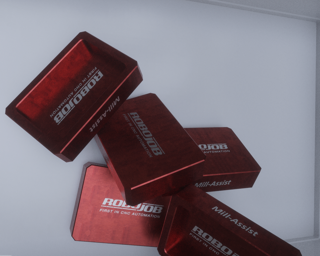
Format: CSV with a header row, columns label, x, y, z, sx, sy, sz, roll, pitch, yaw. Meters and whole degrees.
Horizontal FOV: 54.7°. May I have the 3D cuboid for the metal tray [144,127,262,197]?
label,x,y,z,sx,sy,sz,roll,pitch,yaw
metal tray,0.049,0.038,0.393,0.131,0.090,0.030,-1,127,-20

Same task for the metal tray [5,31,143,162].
label,x,y,z,sx,sy,sz,roll,pitch,yaw
metal tray,-0.094,-0.038,0.347,0.090,0.030,0.130,34,76,21

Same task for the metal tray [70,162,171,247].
label,x,y,z,sx,sy,sz,roll,pitch,yaw
metal tray,-0.039,0.098,0.394,0.131,0.030,0.090,13,86,-20

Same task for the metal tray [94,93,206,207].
label,x,y,z,sx,sy,sz,roll,pitch,yaw
metal tray,-0.019,0.016,0.353,0.091,0.130,0.030,-19,136,-19

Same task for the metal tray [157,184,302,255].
label,x,y,z,sx,sy,sz,roll,pitch,yaw
metal tray,0.063,0.128,0.319,0.030,0.130,0.089,-22,133,-49
